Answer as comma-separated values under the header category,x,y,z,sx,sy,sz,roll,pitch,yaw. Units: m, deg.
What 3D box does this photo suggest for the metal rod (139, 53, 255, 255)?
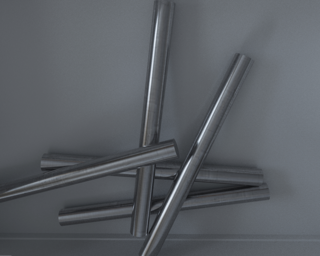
category,x,y,z,sx,sy,sz,roll,pitch,yaw
metal rod,0.043,0.046,0.406,0.025,0.025,0.298,23,100,-9

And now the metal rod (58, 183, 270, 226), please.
category,x,y,z,sx,sy,sz,roll,pitch,yaw
metal rod,0.005,0.111,0.451,0.302,0.025,0.025,-8,110,2

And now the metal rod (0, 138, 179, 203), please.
category,x,y,z,sx,sy,sz,roll,pitch,yaw
metal rod,-0.123,0.064,0.405,0.301,0.025,0.025,-15,110,11

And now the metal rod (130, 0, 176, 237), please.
category,x,y,z,sx,sy,sz,roll,pitch,yaw
metal rod,-0.012,-0.001,0.391,0.025,0.025,0.298,6,104,-3

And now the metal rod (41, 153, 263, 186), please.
category,x,y,z,sx,sy,sz,roll,pitch,yaw
metal rod,-0.009,0.058,0.431,0.302,0.025,0.025,4,110,-2
